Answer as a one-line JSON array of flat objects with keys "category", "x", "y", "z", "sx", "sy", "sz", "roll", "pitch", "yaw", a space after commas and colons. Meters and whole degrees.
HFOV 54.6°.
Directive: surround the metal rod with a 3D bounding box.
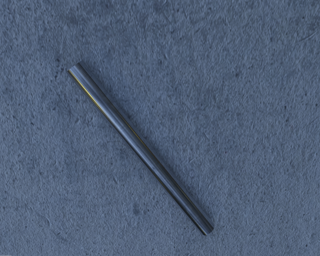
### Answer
[{"category": "metal rod", "x": -0.017, "y": 0.038, "z": 0.423, "sx": 0.025, "sy": 0.025, "sz": 0.300, "roll": -34, "pitch": 107, "yaw": 12}]
